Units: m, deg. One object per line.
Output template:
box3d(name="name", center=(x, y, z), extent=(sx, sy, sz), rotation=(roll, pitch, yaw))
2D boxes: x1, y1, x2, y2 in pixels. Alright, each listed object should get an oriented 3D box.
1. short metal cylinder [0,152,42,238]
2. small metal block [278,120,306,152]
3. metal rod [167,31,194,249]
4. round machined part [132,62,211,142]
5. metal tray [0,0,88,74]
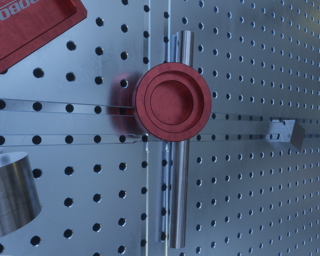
box3d(name="short metal cylinder", center=(-0.145, 0.055, 0.253), extent=(0.081, 0.080, 0.050), rotation=(-18, 102, -39))
box3d(name="small metal block", center=(0.275, 0.017, 0.644), extent=(0.050, 0.025, 0.050), rotation=(33, 70, -36))
box3d(name="metal rod", center=(0.029, 0.014, 0.435), extent=(0.025, 0.025, 0.298), rotation=(4, 87, -40))
box3d(name="round machined part", center=(0.012, -0.031, 0.396), extent=(0.099, 0.042, 0.097), rotation=(0, 89, -17))
box3d(name="metal tray", center=(-0.143, -0.111, 0.286), extent=(0.131, 0.030, 0.090), rotation=(-48, 119, -30))
